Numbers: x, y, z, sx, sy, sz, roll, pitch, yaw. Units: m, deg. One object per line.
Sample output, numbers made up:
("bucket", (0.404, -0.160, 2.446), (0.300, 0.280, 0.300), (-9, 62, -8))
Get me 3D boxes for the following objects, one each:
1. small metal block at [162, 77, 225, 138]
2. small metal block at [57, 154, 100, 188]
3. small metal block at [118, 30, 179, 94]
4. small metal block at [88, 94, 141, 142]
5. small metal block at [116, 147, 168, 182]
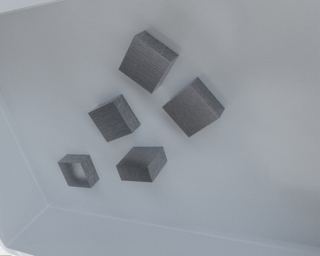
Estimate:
("small metal block", (0.040, -0.024, 0.372), (0.050, 0.025, 0.050), (48, 128, -7))
("small metal block", (-0.137, 0.072, 0.524), (0.050, 0.025, 0.050), (-2, 118, 28))
("small metal block", (-0.014, -0.078, 0.367), (0.050, 0.025, 0.050), (37, 129, 3))
("small metal block", (-0.064, -0.013, 0.433), (0.050, 0.025, 0.050), (-20, 108, 35))
("small metal block", (-0.025, 0.050, 0.435), (0.050, 0.050, 0.025), (-2, 117, 29))
